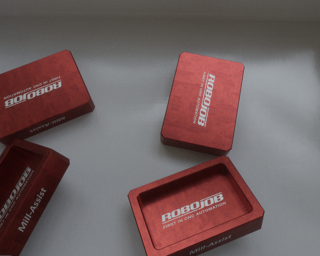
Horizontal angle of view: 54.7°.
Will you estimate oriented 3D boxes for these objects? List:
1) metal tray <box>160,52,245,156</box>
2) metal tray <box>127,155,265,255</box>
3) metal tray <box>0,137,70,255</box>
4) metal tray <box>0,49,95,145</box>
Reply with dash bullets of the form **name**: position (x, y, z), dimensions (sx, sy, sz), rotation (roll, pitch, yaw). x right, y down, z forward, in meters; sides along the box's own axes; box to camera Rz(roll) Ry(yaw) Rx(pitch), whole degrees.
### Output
- **metal tray**: position (0.058, -0.034, 0.420), dimensions (0.090, 0.030, 0.130), rotation (12, 70, 4)
- **metal tray**: position (0.038, 0.093, 0.354), dimensions (0.131, 0.030, 0.090), rotation (-20, 46, -7)
- **metal tray**: position (-0.170, 0.079, 0.353), dimensions (0.090, 0.030, 0.130), rotation (10, 66, 37)
- **metal tray**: position (-0.167, -0.043, 0.421), dimensions (0.131, 0.030, 0.090), rotation (-24, 72, -9)
